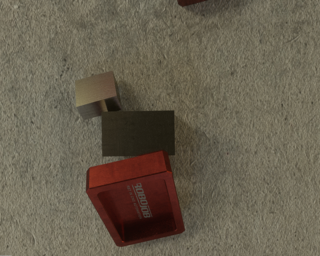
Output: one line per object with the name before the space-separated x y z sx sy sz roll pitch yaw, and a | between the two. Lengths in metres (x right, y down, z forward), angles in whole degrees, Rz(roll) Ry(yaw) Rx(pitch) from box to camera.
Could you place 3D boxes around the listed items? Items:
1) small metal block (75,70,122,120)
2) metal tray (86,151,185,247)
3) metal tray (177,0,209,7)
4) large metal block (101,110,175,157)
small metal block | -0.079 -0.042 0.396 0.050 0.025 0.050 -16 49 0
metal tray | -0.024 0.089 0.367 0.091 0.030 0.129 -13 133 0
metal tray | 0.053 -0.237 0.407 0.090 0.030 0.129 -15 90 0
large metal block | -0.024 0.006 0.382 0.081 0.080 0.050 -1 90 0
